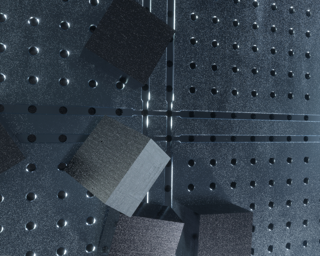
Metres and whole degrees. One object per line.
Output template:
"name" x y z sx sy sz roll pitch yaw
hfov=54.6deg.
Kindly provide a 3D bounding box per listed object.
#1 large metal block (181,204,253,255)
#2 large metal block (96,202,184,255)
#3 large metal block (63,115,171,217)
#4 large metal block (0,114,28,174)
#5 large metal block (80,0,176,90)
"large metal block" 0.078 0.151 0.428 0.081 0.050 0.080 3 89 -20
"large metal block" -0.026 0.139 0.383 0.081 0.050 0.080 15 94 -20
"large metal block" -0.049 0.042 0.358 0.080 0.080 0.050 -55 141 -12
"large metal block" -0.200 0.019 0.326 0.080 0.050 0.080 -34 101 -17
"large metal block" -0.040 -0.105 0.384 0.080 0.050 0.080 31 80 -17
